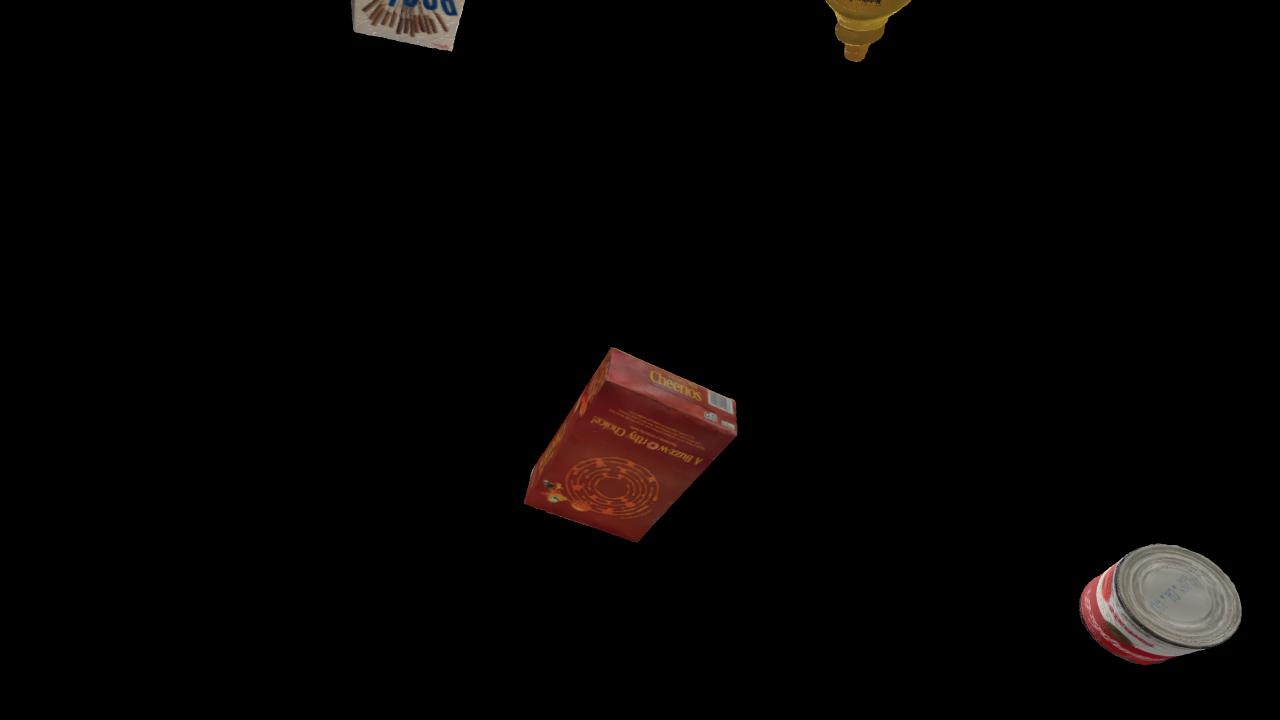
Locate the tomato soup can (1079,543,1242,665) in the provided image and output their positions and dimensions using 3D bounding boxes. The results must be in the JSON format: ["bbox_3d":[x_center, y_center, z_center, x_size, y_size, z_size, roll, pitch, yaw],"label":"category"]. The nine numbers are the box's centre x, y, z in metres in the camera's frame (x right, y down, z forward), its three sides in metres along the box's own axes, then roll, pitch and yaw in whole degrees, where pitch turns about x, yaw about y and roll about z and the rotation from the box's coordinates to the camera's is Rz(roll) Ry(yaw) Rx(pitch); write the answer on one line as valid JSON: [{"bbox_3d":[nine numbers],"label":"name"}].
[{"bbox_3d":[0.369,0.177,0.443,0.068,0.068,0.101,0,-29,21],"label":"tomato soup can"}]

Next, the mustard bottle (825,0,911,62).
[{"bbox_3d":[0.192,-0.335,0.503,0.092,0.054,0.184,18,-31,18],"label":"mustard bottle"}]

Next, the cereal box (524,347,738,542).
[{"bbox_3d":[-0.023,0.140,0.913,0.203,0.306,0.081,23,38,-15],"label":"cereal box"}]

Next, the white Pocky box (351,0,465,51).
[{"bbox_3d":[-0.174,-0.301,0.469,0.084,0.028,0.154,0,-10,-26],"label":"white Pocky box"}]
